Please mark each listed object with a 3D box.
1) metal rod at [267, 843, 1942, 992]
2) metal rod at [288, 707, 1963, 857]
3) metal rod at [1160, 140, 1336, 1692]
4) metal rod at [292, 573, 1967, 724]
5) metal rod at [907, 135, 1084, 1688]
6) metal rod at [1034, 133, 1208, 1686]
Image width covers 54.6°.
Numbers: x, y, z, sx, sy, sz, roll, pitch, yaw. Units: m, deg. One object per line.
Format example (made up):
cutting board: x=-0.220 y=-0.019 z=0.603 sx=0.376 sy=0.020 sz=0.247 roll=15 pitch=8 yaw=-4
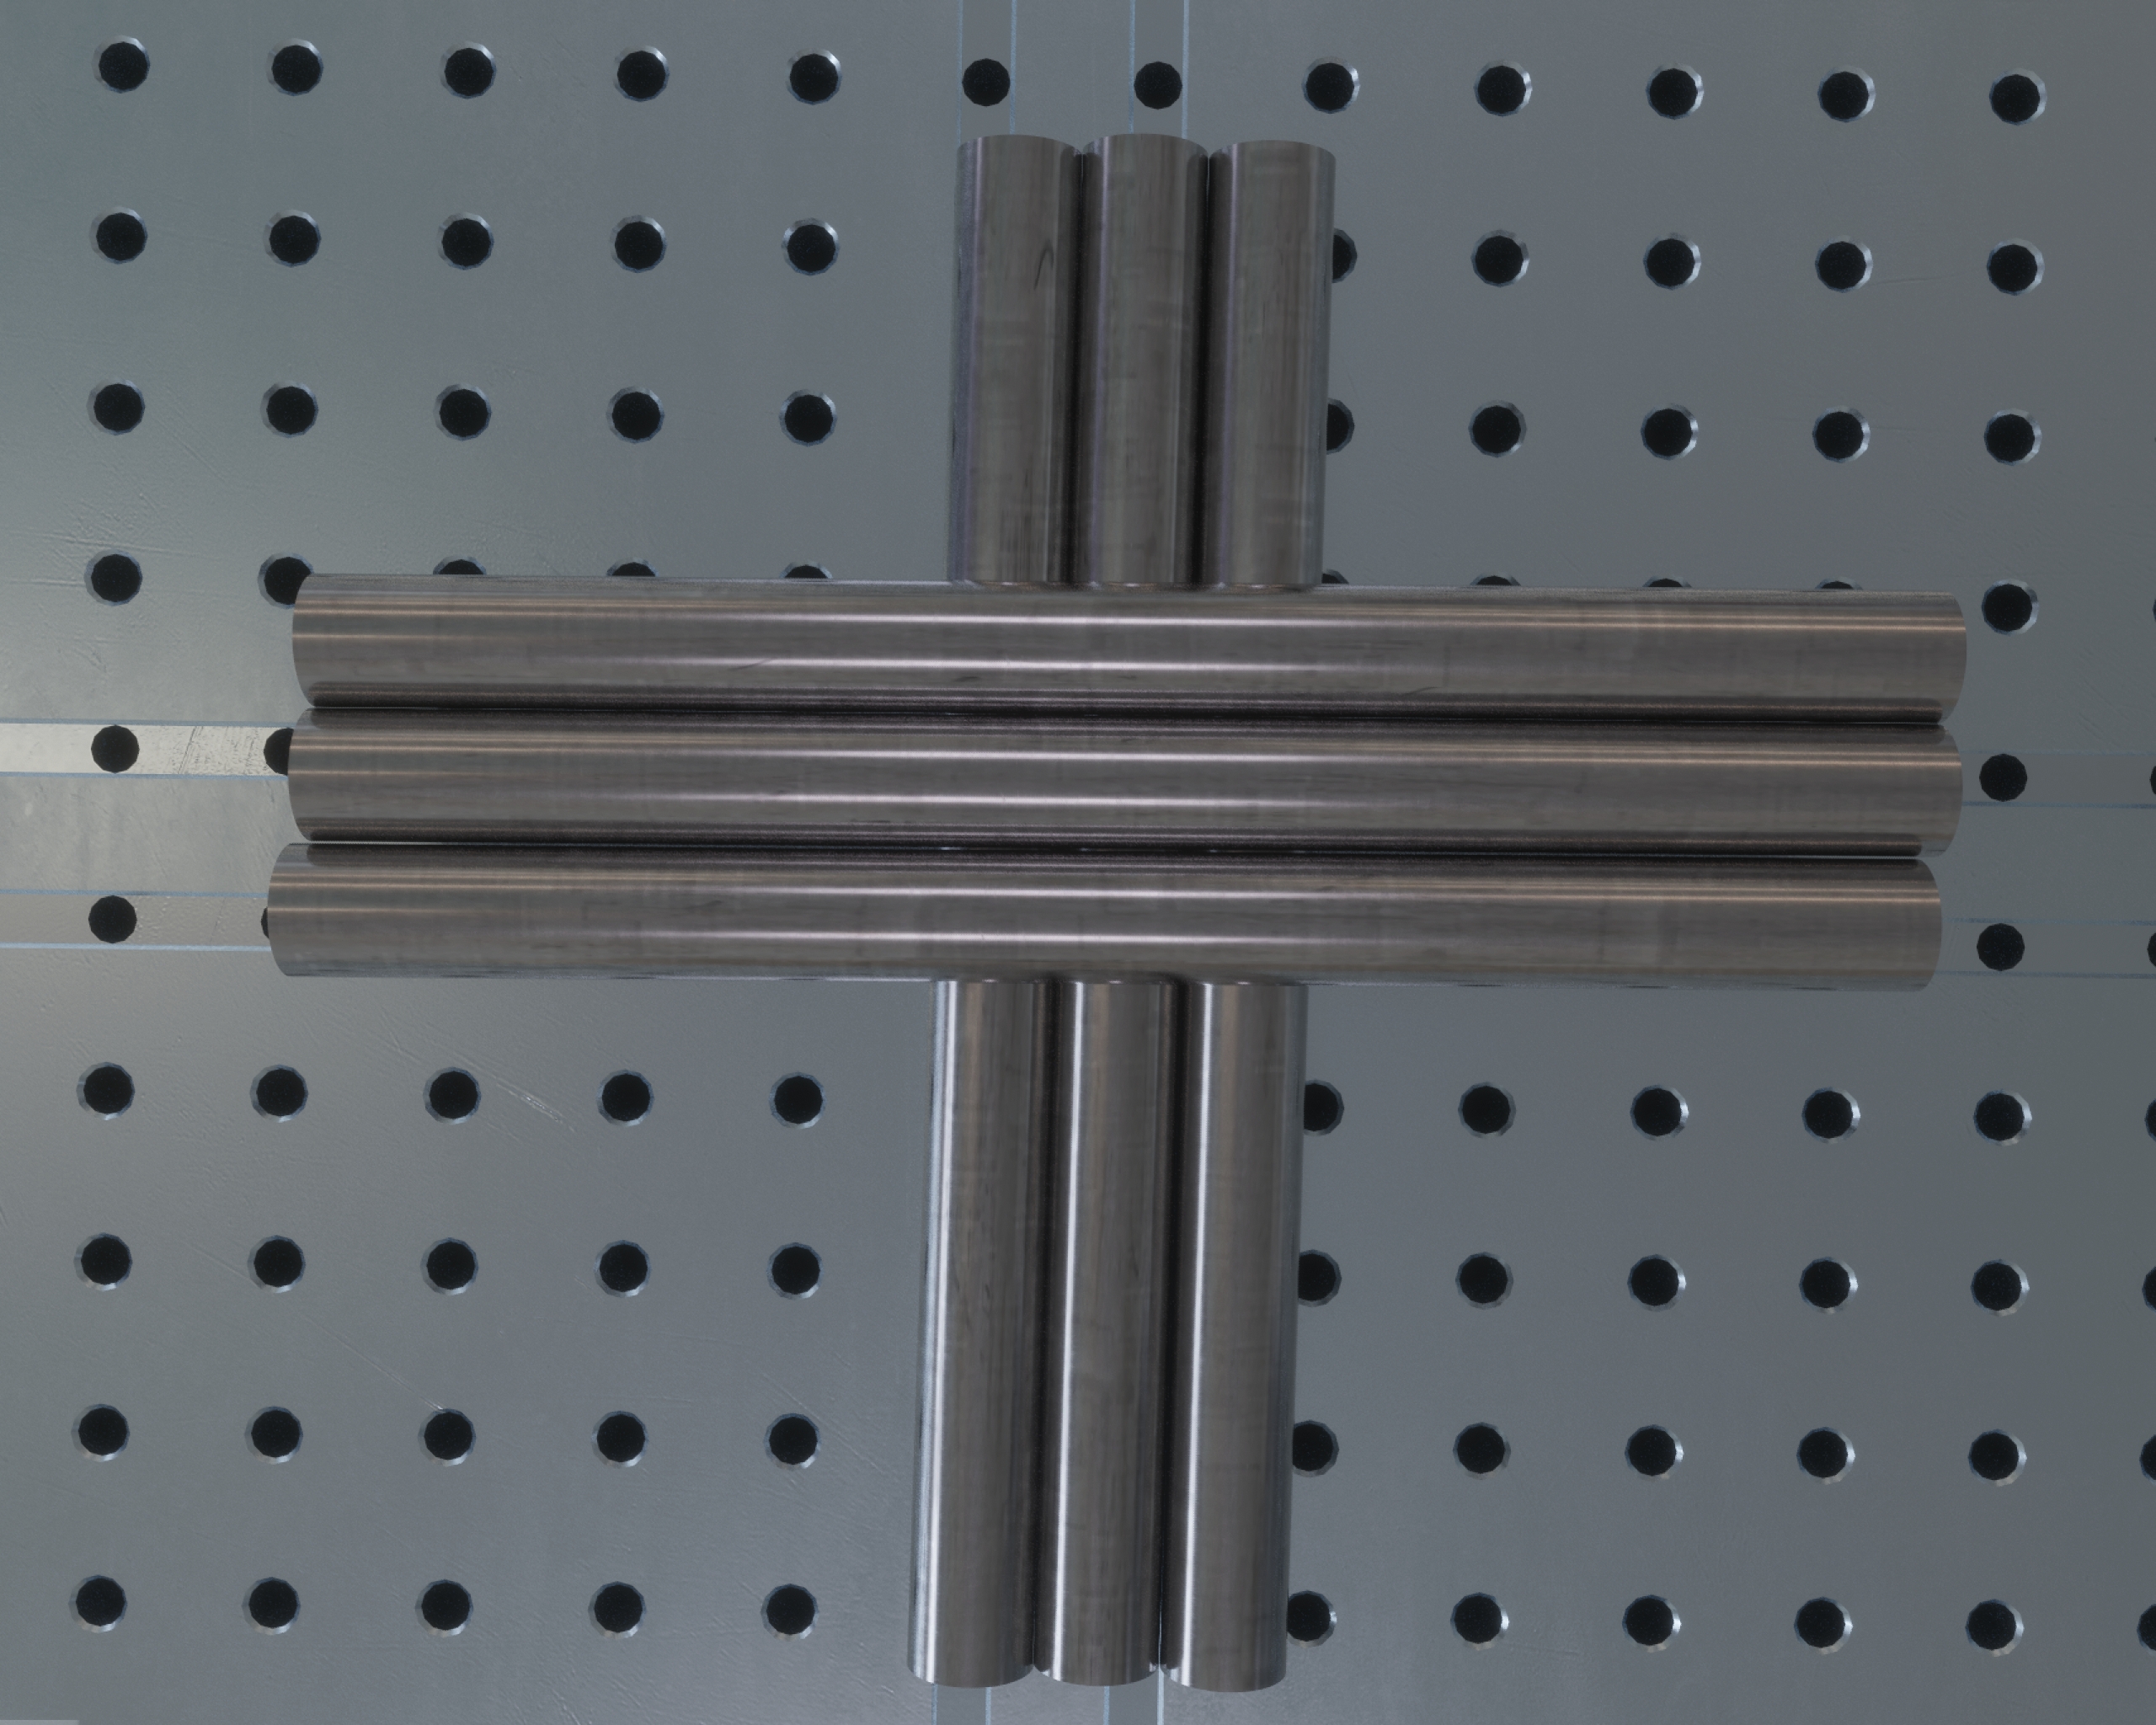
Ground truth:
metal rod: x=0.005 y=0.010 z=0.388 sx=0.302 sy=0.025 sz=0.025 roll=1 pitch=90 yaw=0
metal rod: x=0.009 y=-0.015 z=0.388 sx=0.302 sy=0.025 sz=0.025 roll=1 pitch=90 yaw=0
metal rod: x=0.034 y=0.010 z=0.414 sx=0.025 sy=0.025 sz=0.298 roll=2 pitch=90 yaw=0
metal rod: x=0.010 y=-0.040 z=0.388 sx=0.302 sy=0.025 sz=0.025 roll=1 pitch=90 yaw=0
metal rod: x=-0.016 y=0.009 z=0.413 sx=0.025 sy=0.025 sz=0.298 roll=2 pitch=90 yaw=0
metal rod: x=0.008 y=0.009 z=0.413 sx=0.025 sy=0.025 sz=0.298 roll=2 pitch=90 yaw=0
